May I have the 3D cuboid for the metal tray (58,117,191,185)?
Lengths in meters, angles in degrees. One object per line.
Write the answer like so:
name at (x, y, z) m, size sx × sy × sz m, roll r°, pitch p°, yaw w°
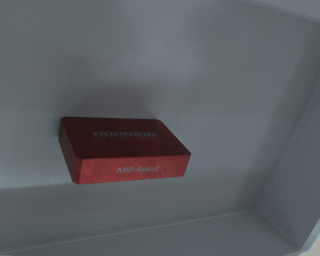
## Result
metal tray at (-0.042, 0.022, 0.358) m, size 0.131 × 0.090 × 0.030 m, roll 1°, pitch 118°, yaw -29°
